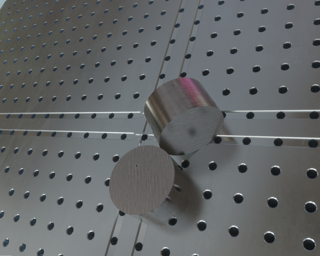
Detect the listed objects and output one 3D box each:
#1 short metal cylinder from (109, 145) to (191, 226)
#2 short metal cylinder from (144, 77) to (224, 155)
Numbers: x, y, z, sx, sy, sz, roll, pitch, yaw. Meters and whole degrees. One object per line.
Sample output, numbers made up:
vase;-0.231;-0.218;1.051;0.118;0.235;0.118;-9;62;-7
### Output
short metal cylinder;-0.011;0.066;0.357;0.080;0.050;0.080;-13;56;21
short metal cylinder;0.027;-0.012;0.366;0.080;0.080;0.050;-33;52;7
